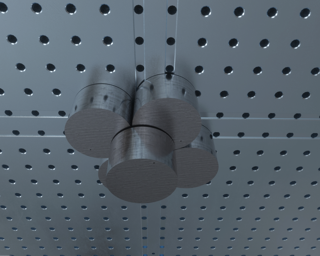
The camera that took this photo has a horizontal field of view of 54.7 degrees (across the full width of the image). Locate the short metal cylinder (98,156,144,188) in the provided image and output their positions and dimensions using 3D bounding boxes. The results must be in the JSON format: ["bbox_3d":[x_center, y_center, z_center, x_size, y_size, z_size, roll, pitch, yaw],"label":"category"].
[{"bbox_3d":[-0.043,0.049,0.435,0.081,0.050,0.079,0,130,0],"label":"short metal cylinder"}]

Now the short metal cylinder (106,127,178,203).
[{"bbox_3d":[-0.021,0.045,0.365,0.081,0.050,0.079,-1,132,-1],"label":"short metal cylinder"}]

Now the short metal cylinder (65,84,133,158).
[{"bbox_3d":[-0.072,-0.008,0.387,0.081,0.050,0.079,0,130,0],"label":"short metal cylinder"}]

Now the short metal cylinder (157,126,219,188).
[{"bbox_3d":[0.037,0.038,0.428,0.081,0.050,0.079,0,130,0],"label":"short metal cylinder"}]

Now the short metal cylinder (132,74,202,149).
[{"bbox_3d":[0.008,-0.018,0.379,0.081,0.050,0.079,0,130,0],"label":"short metal cylinder"}]
